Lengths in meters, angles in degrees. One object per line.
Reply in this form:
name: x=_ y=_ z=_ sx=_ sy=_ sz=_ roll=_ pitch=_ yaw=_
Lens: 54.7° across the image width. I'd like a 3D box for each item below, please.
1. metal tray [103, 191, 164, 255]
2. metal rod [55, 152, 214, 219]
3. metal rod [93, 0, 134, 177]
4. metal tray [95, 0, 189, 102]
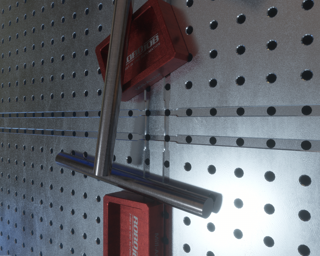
metal tray: x=-0.039 y=0.161 z=0.436 sx=0.090 sy=0.030 sz=0.129 roll=0 pitch=90 yaw=39
metal rod: x=-0.059 y=0.074 z=0.455 sx=0.300 sy=0.025 sz=0.025 roll=10 pitch=96 yaw=39
metal rod: x=-0.059 y=-0.082 z=0.415 sx=0.025 sy=0.025 sz=0.298 roll=14 pitch=99 yaw=39
metal tray: x=-0.030 y=-0.103 z=0.428 sx=0.130 sy=0.030 sz=0.090 roll=-28 pitch=73 yaw=36
